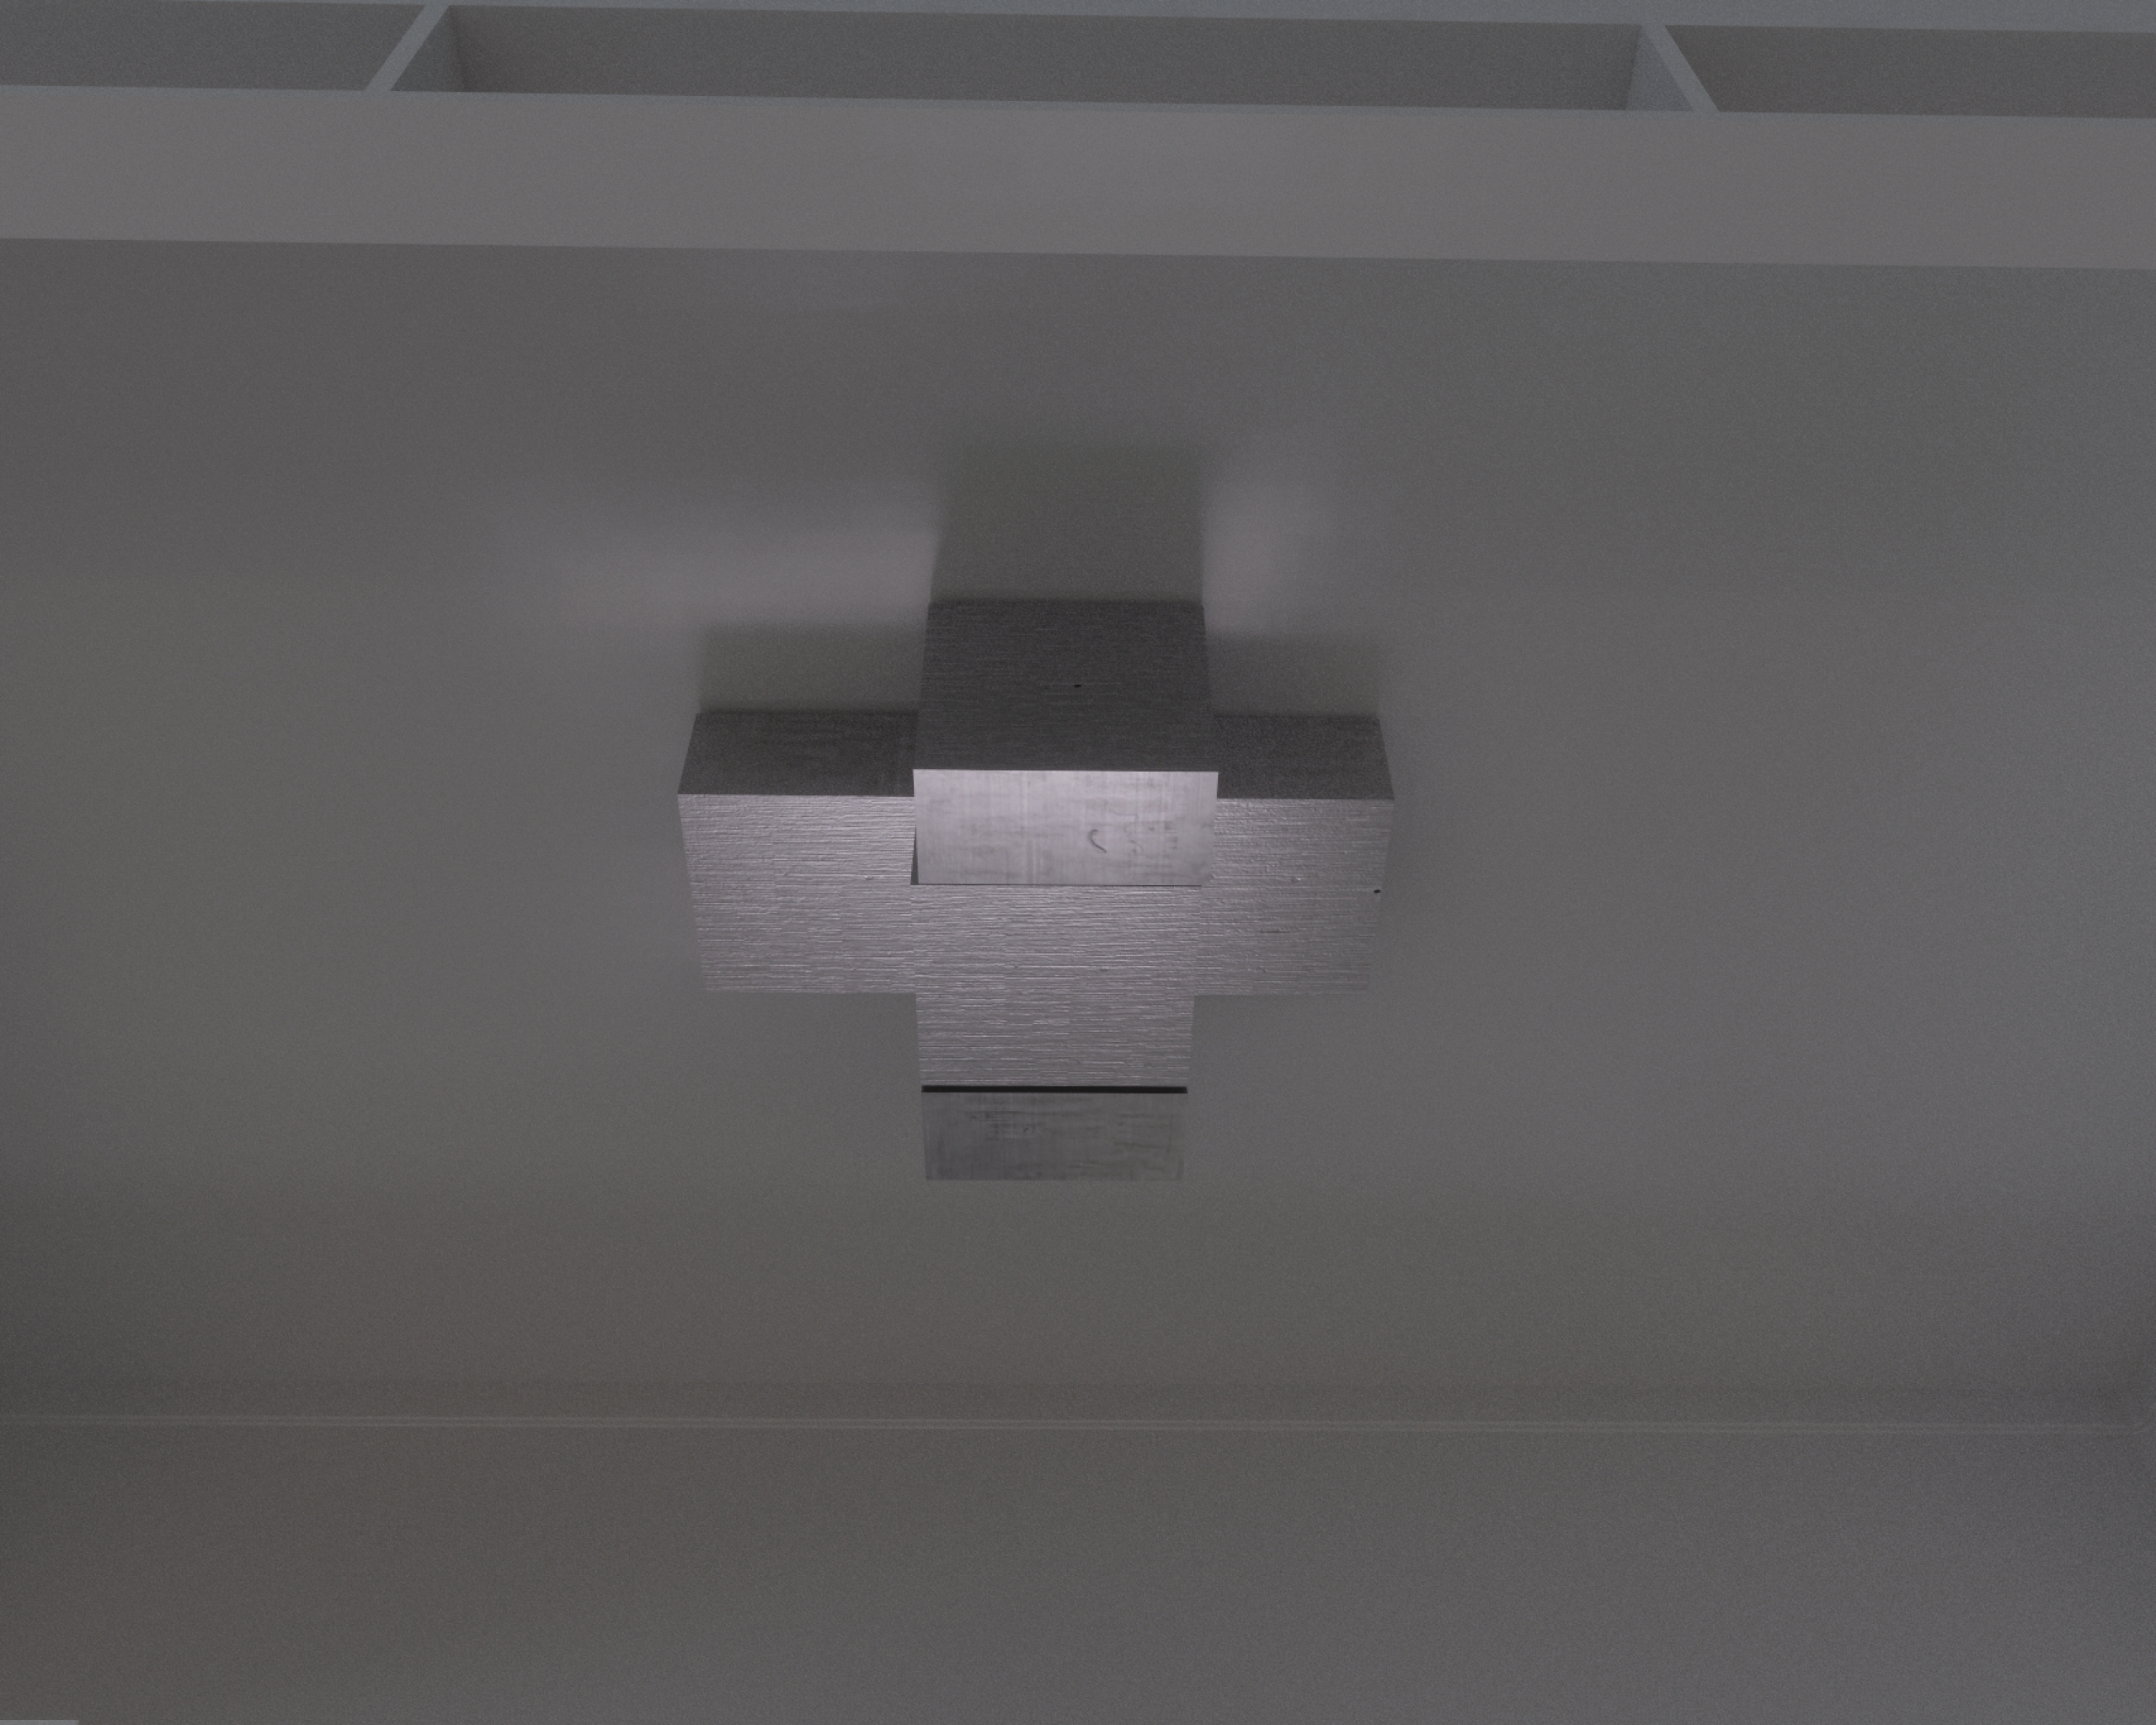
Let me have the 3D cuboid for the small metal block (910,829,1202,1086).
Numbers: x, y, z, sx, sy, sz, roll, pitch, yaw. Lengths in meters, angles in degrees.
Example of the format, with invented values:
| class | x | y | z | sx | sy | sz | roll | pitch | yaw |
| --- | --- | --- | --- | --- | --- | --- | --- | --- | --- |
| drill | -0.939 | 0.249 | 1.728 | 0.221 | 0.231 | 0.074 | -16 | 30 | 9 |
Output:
| class | x | y | z | sx | sy | sz | roll | pitch | yaw |
| --- | --- | --- | --- | --- | --- | --- | --- | --- | --- |
| small metal block | -0.004 | 0.015 | 0.385 | 0.050 | 0.025 | 0.050 | 0 | 130 | -1 |

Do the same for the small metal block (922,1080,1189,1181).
| class | x | y | z | sx | sy | sz | roll | pitch | yaw |
| --- | --- | --- | --- | --- | --- | --- | --- | --- | --- |
| small metal block | -0.004 | 0.037 | 0.420 | 0.050 | 0.050 | 0.025 | 0 | 130 | -1 |

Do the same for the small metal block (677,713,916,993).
| class | x | y | z | sx | sy | sz | roll | pitch | yaw |
| --- | --- | --- | --- | --- | --- | --- | --- | --- | --- |
| small metal block | -0.048 | -0.001 | 0.405 | 0.050 | 0.025 | 0.050 | 0 | 130 | -1 |

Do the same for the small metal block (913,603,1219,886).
| class | x | y | z | sx | sy | sz | roll | pitch | yaw |
| --- | --- | --- | --- | --- | --- | --- | --- | --- | --- |
| small metal block | -0.002 | -0.022 | 0.371 | 0.050 | 0.050 | 0.025 | 0 | 130 | -1 |

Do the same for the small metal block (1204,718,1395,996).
| class | x | y | z | sx | sy | sz | roll | pitch | yaw |
| --- | --- | --- | --- | --- | --- | --- | --- | --- | --- |
| small metal block | 0.032 | -0.001 | 0.406 | 0.050 | 0.025 | 0.050 | 0 | 130 | -1 |
